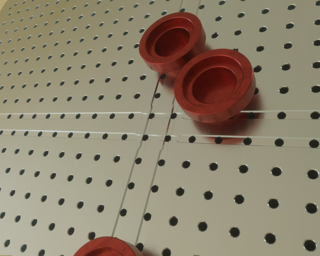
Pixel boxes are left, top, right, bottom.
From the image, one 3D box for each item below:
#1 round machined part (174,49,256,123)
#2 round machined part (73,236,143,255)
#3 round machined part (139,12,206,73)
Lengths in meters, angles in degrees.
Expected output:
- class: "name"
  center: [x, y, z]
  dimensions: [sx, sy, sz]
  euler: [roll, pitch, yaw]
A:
- class: "round machined part"
  center: [0.071, -0.049, 0.391]
  dimensions: [0.098, 0.042, 0.098]
  euler: [-13, 56, 21]
- class: "round machined part"
  center: [-0.052, 0.168, 0.323]
  dimensions: [0.098, 0.042, 0.098]
  euler: [-13, 56, 21]
- class: "round machined part"
  center: [0.022, -0.121, 0.461]
  dimensions: [0.098, 0.042, 0.098]
  euler: [-13, 56, 21]
